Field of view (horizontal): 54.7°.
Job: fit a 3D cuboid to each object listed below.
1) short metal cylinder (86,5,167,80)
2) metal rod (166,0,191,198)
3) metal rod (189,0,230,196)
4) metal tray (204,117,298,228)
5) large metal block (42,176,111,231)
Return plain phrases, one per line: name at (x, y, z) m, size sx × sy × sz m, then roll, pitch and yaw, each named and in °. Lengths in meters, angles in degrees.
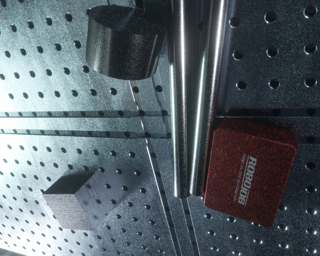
short metal cylinder at (-0.038, -0.094, 0.336) m, size 0.080 × 0.080 × 0.050 m, roll 25°, pitch 127°, yaw 12°
metal rod at (0.024, -0.035, 0.375) m, size 0.025 × 0.025 × 0.298 m, roll 10°, pitch 123°, yaw 22°
metal rod at (0.054, -0.042, 0.352) m, size 0.025 × 0.025 × 0.298 m, roll 14°, pitch 123°, yaw 20°
metal tray at (0.108, 0.057, 0.386) m, size 0.090 × 0.030 × 0.129 m, roll 14°, pitch 124°, yaw 19°
large metal block at (-0.148, 0.134, 0.554) m, size 0.080 × 0.050 × 0.080 m, roll -8°, pitch 115°, yaw 31°
